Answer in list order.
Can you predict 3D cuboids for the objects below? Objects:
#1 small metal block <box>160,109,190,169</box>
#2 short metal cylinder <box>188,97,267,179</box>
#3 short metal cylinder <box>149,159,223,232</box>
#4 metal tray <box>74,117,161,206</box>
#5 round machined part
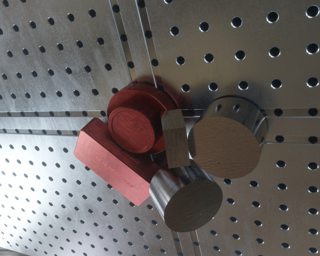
[{"bbox_3d":[0.018,0.011,0.364,0.025,0.050,0.050,-8,117,1],"label":"small metal block"},{"bbox_3d":[0.078,0.011,0.356,0.080,0.050,0.079,13,124,21],"label":"short metal cylinder"},{"bbox_3d":[0.033,0.086,0.398,0.050,0.081,0.079,-131,31,-55],"label":"short metal cylinder"},{"bbox_3d":[-0.062,0.053,0.453,0.130,0.030,0.090,38,144,1],"label":"metal tray"},{"bbox_3d":[-0.028,-0.006,0.406,0.098,0.042,0.097,13,124,21],"label":"round machined part"}]
